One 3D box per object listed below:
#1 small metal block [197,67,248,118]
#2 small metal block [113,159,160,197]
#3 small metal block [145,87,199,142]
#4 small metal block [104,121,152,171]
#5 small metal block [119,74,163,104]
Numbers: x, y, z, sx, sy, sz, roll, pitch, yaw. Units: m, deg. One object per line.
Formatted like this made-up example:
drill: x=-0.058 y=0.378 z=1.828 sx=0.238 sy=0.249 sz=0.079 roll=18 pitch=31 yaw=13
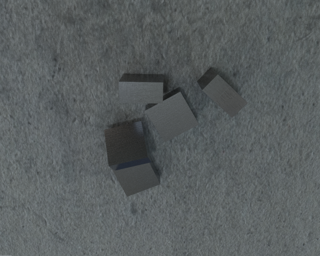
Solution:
small metal block: x=0.075 y=-0.045 z=0.381 sx=0.050 sy=0.050 sz=0.025 roll=40 pitch=105 yaw=-14
small metal block: x=-0.033 y=0.061 z=0.432 sx=0.050 sy=0.025 sz=0.050 roll=-22 pitch=109 yaw=7
small metal block: x=0.016 y=-0.017 z=0.404 sx=0.050 sy=0.025 sz=0.050 roll=-28 pitch=108 yaw=9
small metal block: x=-0.042 y=0.024 z=0.404 sx=0.050 sy=0.025 sz=0.050 roll=-13 pitch=68 yaw=4
small metal block: x=-0.022 y=-0.049 z=0.378 sx=0.050 sy=0.050 sz=0.025 roll=1 pitch=110 yaw=-1
